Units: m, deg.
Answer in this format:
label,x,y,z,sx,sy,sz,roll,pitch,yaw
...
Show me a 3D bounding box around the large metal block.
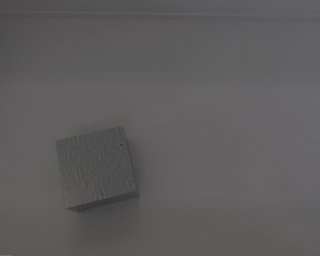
label,x,y,z,sx,sy,sz,roll,pitch,yaw
large metal block,-0.074,0.051,0.378,0.080,0.050,0.080,-13,71,-5
